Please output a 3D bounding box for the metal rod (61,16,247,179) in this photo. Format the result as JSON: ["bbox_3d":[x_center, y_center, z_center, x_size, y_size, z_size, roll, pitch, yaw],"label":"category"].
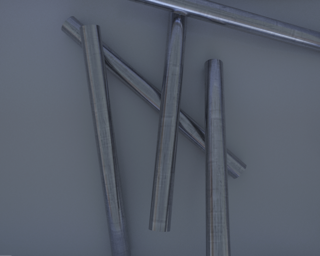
[{"bbox_3d":[-0.008,-0.040,0.411,0.300,0.025,0.025,41,90,0],"label":"metal rod"}]

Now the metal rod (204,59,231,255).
[{"bbox_3d":[0.064,0.051,0.351,0.025,0.025,0.299,3,65,0],"label":"metal rod"}]

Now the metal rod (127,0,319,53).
[{"bbox_3d":[0.088,-0.140,0.391,0.302,0.025,0.025,12,90,-9],"label":"metal rod"}]

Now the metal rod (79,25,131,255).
[{"bbox_3d":[-0.069,0.023,0.396,0.025,0.025,0.298,-7,96,0],"label":"metal rod"}]

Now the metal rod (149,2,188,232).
[{"bbox_3d":[0.013,-0.028,0.385,0.025,0.025,0.299,5,80,0],"label":"metal rod"}]
